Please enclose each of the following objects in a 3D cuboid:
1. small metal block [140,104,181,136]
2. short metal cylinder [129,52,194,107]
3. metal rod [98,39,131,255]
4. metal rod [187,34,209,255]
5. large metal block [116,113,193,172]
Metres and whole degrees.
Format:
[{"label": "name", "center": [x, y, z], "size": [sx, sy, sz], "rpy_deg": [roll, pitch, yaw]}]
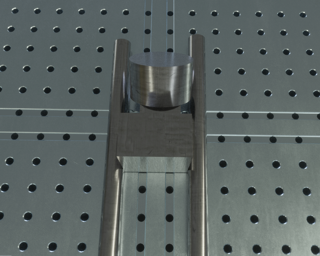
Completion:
[{"label": "small metal block", "center": [0.000, -0.009, 0.402], "size": [0.050, 0.050, 0.025], "rpy_deg": [1, 70, 0]}, {"label": "short metal cylinder", "center": [0.001, -0.065, 0.399], "size": [0.081, 0.050, 0.080], "rpy_deg": [1, 26, 0]}, {"label": "metal rod", "center": [-0.057, 0.016, 0.405], "size": [0.025, 0.025, 0.299], "rpy_deg": [1, 70, 0]}, {"label": "metal rod", "center": [0.049, 0.009, 0.409], "size": [0.025, 0.025, 0.299], "rpy_deg": [2, 70, 0]}, {"label": "large metal block", "center": [-0.005, 0.020, 0.372], "size": [0.081, 0.080, 0.050], "rpy_deg": [1, 70, 0]}]
